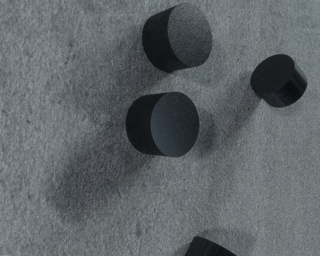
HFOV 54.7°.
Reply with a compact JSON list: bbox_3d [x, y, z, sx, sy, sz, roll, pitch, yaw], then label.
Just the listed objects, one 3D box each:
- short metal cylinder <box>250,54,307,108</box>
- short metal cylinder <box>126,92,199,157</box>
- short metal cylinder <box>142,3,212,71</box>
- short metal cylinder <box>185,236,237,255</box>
[{"bbox_3d":[0.209,-0.083,0.548,0.050,0.080,0.080,32,70,-36],"label":"short metal cylinder"},{"bbox_3d":[0.004,-0.004,0.394,0.081,0.050,0.079,0,90,-40],"label":"short metal cylinder"},{"bbox_3d":[0.024,-0.118,0.410,0.081,0.050,0.079,0,90,-40],"label":"short metal cylinder"},{"bbox_3d":[0.072,0.196,0.433,0.080,0.080,0.050,48,62,-30],"label":"short metal cylinder"}]
